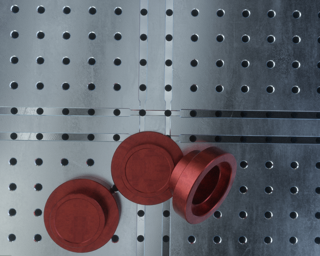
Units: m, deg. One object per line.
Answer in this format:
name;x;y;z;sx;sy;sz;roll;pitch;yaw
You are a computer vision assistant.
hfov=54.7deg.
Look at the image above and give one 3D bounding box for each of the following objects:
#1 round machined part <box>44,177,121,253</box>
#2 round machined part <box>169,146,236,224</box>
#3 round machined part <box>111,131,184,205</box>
round machined part;-0.103;0.115;0.404;0.099;0.042;0.097;0;90;-1
round machined part;0.049;0.067;0.388;0.042;0.098;0.098;30;90;38
round machined part;-0.015;0.053;0.405;0.099;0.042;0.097;0;90;-1
